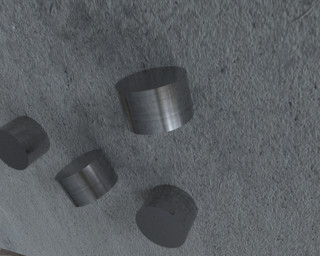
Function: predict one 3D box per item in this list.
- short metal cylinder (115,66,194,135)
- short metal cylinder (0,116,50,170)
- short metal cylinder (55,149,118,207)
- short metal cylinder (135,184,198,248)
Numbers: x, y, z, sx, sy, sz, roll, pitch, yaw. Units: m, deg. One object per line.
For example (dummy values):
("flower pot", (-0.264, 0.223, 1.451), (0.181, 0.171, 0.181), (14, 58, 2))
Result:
("short metal cylinder", (-0.005, -0.033, 0.353), (0.080, 0.080, 0.050), (1, 119, 28))
("short metal cylinder", (-0.239, 0.025, 0.533), (0.080, 0.050, 0.079), (13, 124, 21))
("short metal cylinder", (-0.112, 0.076, 0.477), (0.080, 0.080, 0.050), (-18, 109, 35))
("short metal cylinder", (0.011, 0.133, 0.467), (0.080, 0.050, 0.079), (13, 124, 21))
